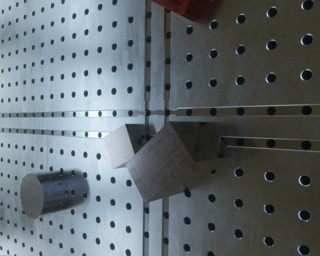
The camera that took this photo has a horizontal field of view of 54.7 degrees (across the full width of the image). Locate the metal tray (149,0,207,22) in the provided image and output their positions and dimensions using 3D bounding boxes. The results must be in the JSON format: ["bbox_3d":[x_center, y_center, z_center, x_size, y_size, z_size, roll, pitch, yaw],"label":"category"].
[{"bbox_3d":[0.034,-0.209,0.376,0.090,0.030,0.129,40,114,32],"label":"metal tray"}]

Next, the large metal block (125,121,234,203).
[{"bbox_3d":[0.022,0.037,0.354,0.080,0.081,0.050,-45,63,30],"label":"large metal block"}]

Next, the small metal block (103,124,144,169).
[{"bbox_3d":[-0.051,0.027,0.449,0.050,0.025,0.050,-30,72,35],"label":"small metal block"}]

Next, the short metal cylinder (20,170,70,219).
[{"bbox_3d":[-0.210,0.120,0.563,0.080,0.050,0.079,0,90,39],"label":"short metal cylinder"}]
